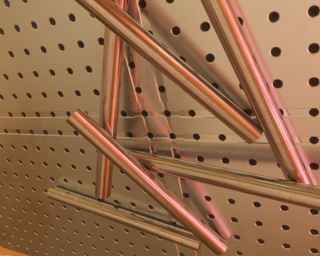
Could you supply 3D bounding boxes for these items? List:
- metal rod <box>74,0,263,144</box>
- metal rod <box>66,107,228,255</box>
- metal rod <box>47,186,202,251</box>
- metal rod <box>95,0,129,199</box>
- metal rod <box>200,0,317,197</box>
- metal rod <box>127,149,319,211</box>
[{"bbox_3d":[-0.006,-0.083,0.338,0.300,0.025,0.025,38,130,-8],"label":"metal rod"},{"bbox_3d":[-0.008,0.083,0.433,0.300,0.025,0.025,45,130,-17],"label":"metal rod"},{"bbox_3d":[-0.073,0.153,0.544,0.301,0.025,0.025,12,124,21],"label":"metal rod"},{"bbox_3d":[-0.067,-0.028,0.409,0.025,0.025,0.298,19,120,17],"label":"metal rod"},{"bbox_3d":[0.102,-0.043,0.330,0.025,0.025,0.299,-19,109,35],"label":"metal rod"},{"bbox_3d":[0.060,0.059,0.396,0.300,0.025,0.025,8,122,31],"label":"metal rod"}]
